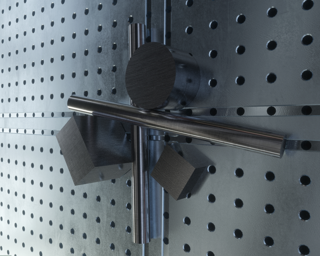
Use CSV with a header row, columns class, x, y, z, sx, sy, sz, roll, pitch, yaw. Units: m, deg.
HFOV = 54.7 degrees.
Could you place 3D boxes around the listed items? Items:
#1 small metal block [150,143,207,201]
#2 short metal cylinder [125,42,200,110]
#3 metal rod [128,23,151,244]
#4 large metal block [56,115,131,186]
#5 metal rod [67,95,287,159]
class,x,y,z,sx,sy,sz,roll,pitch,yaw
small metal block,0.022,0.054,0.390,0.050,0.025,0.050,40,114,32
short metal cylinder,0.003,-0.063,0.389,0.080,0.050,0.079,0,90,39
metal rod,-0.028,0.007,0.431,0.025,0.025,0.298,-2,89,39
large metal block,-0.089,0.030,0.443,0.050,0.081,0.080,-42,65,32
metal rod,-0.003,-0.010,0.385,0.300,0.025,0.025,13,98,31
